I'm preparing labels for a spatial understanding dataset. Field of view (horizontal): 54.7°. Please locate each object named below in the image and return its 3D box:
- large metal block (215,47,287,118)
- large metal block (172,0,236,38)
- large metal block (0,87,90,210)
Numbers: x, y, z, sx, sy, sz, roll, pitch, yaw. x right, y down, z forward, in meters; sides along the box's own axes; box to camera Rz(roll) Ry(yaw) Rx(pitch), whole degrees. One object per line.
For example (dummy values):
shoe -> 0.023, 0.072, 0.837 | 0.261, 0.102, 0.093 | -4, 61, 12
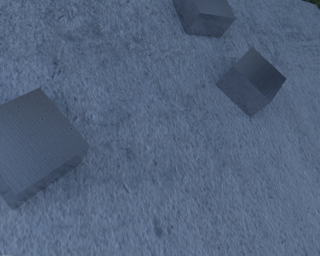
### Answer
large metal block -> 0.153, -0.078, 0.521 | 0.080, 0.050, 0.080 | 44, 51, 2
large metal block -> 0.079, -0.215, 0.564 | 0.081, 0.050, 0.080 | -4, 64, -30
large metal block -> -0.132, 0.019, 0.306 | 0.080, 0.050, 0.080 | 48, 51, 5
